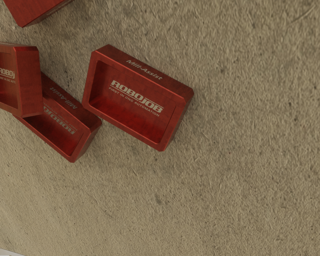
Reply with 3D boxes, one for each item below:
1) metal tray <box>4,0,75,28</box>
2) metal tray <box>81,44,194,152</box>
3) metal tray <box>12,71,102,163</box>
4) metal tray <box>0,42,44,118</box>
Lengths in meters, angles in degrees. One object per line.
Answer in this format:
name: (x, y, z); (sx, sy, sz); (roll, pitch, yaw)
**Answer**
metal tray: (-0.142, -0.186, 0.363); (0.130, 0.030, 0.090); (-14, 112, 33)
metal tray: (-0.033, -0.037, 0.397); (0.130, 0.030, 0.089); (30, 128, 9)
metal tray: (-0.162, -0.016, 0.478); (0.130, 0.030, 0.089); (39, 129, 1)
metal tray: (-0.212, -0.072, 0.434); (0.130, 0.030, 0.089); (17, 113, 39)
